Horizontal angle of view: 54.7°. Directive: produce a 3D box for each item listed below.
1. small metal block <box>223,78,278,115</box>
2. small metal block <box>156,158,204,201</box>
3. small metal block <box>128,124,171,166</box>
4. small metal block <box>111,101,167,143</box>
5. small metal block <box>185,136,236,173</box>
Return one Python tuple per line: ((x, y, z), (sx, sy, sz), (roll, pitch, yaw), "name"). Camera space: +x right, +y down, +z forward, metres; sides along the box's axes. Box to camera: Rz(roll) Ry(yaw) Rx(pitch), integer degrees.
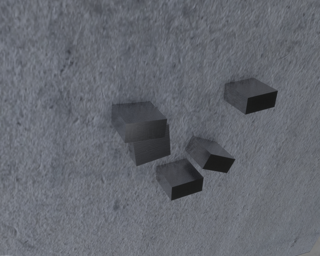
((0.126, -0.046, 0.433), (0.050, 0.050, 0.025), (-14, 125, -21), "small metal block")
((0.028, 0.074, 0.454), (0.050, 0.050, 0.025), (-12, 124, -22), "small metal block")
((-0.015, 0.017, 0.411), (0.050, 0.025, 0.050), (-17, 126, -19), "small metal block")
((-0.026, -0.009, 0.372), (0.050, 0.050, 0.025), (-8, 122, -25), "small metal block")
((0.073, 0.039, 0.457), (0.050, 0.050, 0.025), (14, 111, -35), "small metal block")
